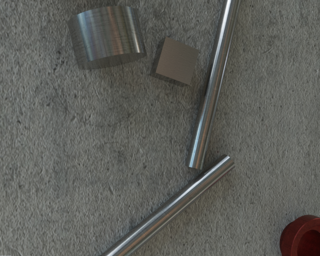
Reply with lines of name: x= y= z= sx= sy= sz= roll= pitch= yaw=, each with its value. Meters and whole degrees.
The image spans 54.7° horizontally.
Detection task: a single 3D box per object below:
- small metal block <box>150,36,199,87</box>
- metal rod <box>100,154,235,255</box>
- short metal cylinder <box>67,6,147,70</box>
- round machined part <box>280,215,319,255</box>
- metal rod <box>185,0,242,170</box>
small metal block: x=0.019 y=-0.088 z=0.417 sx=0.050 sy=0.025 sz=0.050 roll=17 pitch=84 yaw=-20
metal rod: x=-0.017 y=0.133 z=0.403 sx=0.301 sy=0.025 sz=0.025 roll=-36 pitch=102 yaw=-17
short metal cylinder: x=-0.060 y=-0.101 z=0.358 sx=0.081 sy=0.080 sz=0.050 roll=-14 pitch=95 yaw=-20
round machined part: x=0.230 y=0.185 z=0.488 sx=0.099 sy=0.042 sz=0.097 roll=0 pitch=90 yaw=-21
metal rod: x=0.082 y=-0.090 z=0.440 sx=0.025 sy=0.025 sz=0.298 roll=15 pitch=85 yaw=-20
